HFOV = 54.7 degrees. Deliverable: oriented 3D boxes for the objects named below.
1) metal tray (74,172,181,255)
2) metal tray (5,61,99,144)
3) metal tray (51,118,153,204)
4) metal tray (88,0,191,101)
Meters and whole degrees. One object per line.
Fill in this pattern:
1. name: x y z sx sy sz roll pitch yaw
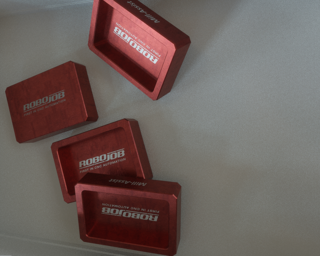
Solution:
1. metal tray: -0.040 0.110 0.399 0.131 0.030 0.089 4 110 12
2. metal tray: -0.165 -0.036 0.466 0.130 0.030 0.090 -17 84 19
3. metal tray: -0.084 0.047 0.437 0.130 0.030 0.090 -18 84 19
4. metal tray: -0.032 -0.107 0.393 0.130 0.030 0.089 40 138 15
